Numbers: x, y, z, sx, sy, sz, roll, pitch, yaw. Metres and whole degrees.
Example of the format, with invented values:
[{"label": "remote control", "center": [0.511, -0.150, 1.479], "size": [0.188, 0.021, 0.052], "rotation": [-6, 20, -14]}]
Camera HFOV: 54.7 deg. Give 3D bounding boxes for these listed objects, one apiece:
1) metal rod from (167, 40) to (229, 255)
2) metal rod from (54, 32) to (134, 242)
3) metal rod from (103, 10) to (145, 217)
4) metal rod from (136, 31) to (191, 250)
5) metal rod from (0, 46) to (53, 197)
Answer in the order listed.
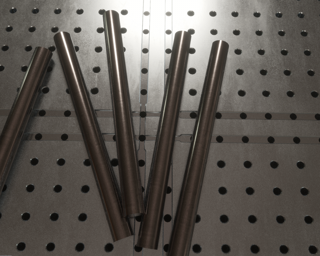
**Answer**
[{"label": "metal rod", "center": [0.054, 0.015, 0.406], "size": [0.025, 0.025, 0.299], "rotation": [13, 70, 4]}, {"label": "metal rod", "center": [-0.094, -0.002, 0.411], "size": [0.025, 0.025, 0.299], "rotation": [-19, 71, -7]}, {"label": "metal rod", "center": [-0.052, -0.035, 0.416], "size": [0.025, 0.025, 0.299], "rotation": [-8, 67, -3]}, {"label": "metal rod", "center": [0.010, 0.001, 0.411], "size": [0.025, 0.025, 0.299], "rotation": [9, 70, 3]}, {"label": "metal rod", "center": [-0.198, 0.027, 0.399], "size": [0.025, 0.025, 0.299], "rotation": [11, 70, 3]}]
